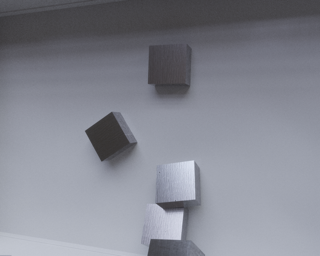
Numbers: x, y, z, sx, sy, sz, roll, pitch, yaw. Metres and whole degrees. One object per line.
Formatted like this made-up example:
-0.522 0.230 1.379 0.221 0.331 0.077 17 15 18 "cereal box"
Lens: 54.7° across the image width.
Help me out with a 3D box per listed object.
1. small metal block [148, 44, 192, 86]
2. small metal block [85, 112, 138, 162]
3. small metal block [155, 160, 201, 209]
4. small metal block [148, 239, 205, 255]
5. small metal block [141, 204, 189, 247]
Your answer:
0.013 -0.081 0.405 0.050 0.025 0.050 2 91 19 "small metal block"
-0.068 0.012 0.433 0.050 0.025 0.050 -34 80 16 "small metal block"
0.023 0.072 0.390 0.050 0.025 0.050 -10 57 19 "small metal block"
0.020 0.151 0.360 0.050 0.050 0.025 -8 50 25 "small metal block"
0.007 0.126 0.396 0.050 0.025 0.050 -2 61 19 "small metal block"
